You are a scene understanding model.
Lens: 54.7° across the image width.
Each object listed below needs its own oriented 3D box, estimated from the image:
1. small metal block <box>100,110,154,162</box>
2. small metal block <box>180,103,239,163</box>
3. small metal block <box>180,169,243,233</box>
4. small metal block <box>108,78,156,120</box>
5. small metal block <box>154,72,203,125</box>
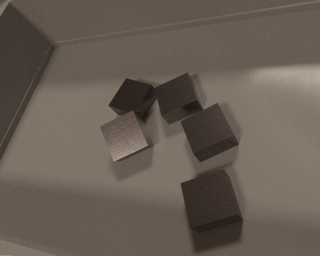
[{"bbox_3d":[-0.043,0.011,0.408,0.050,0.025,0.050,-26,79,12],"label":"small metal block"},{"bbox_3d":[0.059,0.006,0.371,0.050,0.025,0.050,-27,53,11],"label":"small metal block"},{"bbox_3d":[0.054,0.078,0.329,0.050,0.025,0.050,-21,54,15],"label":"small metal block"},{"bbox_3d":[-0.038,-0.041,0.449,0.050,0.025,0.050,19,72,35],"label":"small metal block"},{"bbox_3d":[0.025,-0.039,0.416,0.050,0.025,0.050,-23,53,13],"label":"small metal block"}]
